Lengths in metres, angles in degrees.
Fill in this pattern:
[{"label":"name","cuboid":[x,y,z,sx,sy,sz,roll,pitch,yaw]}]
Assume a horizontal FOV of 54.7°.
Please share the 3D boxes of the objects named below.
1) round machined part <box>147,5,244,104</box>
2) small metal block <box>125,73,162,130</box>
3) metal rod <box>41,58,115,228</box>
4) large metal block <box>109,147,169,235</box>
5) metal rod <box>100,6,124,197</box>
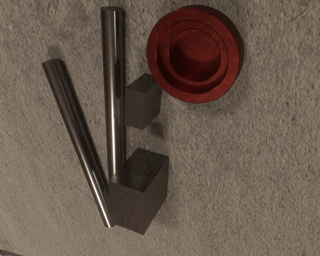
[{"label":"round machined part","cuboid":[0.039,-0.078,0.326,0.098,0.042,0.097,13,124,20]},{"label":"small metal block","cuboid":[-0.020,-0.033,0.379,0.025,0.050,0.050,17,125,18]},{"label":"metal rod","cuboid":[-0.119,0.039,0.491,0.025,0.025,0.298,1,119,27]},{"label":"large metal block","cuboid":[-0.027,0.087,0.438,0.050,0.080,0.079,15,125,19]},{"label":"metal rod","cuboid":[-0.063,-0.011,0.431,0.025,0.025,0.298,16,125,18]}]
